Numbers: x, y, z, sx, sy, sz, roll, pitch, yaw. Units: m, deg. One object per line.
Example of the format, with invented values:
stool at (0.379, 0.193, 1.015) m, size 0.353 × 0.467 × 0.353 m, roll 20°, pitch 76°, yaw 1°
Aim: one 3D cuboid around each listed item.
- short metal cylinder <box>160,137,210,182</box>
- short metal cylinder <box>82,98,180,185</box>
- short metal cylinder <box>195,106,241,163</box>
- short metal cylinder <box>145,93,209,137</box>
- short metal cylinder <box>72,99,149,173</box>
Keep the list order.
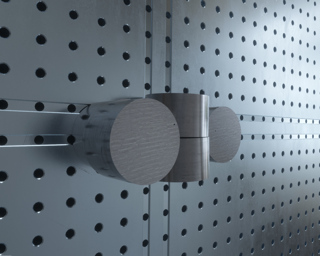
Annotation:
short metal cylinder at (0.022, 0.036, 0.391) m, size 0.081 × 0.080 × 0.050 m, roll -2°, pitch 91°, yaw -40°
short metal cylinder at (-0.027, 0.012, 0.303) m, size 0.081 × 0.050 × 0.079 m, roll 0°, pitch 90°, yaw -40°
short metal cylinder at (0.074, 0.009, 0.453) m, size 0.081 × 0.050 × 0.079 m, roll 0°, pitch 90°, yaw -40°
short metal cylinder at (0.021, -0.015, 0.391) m, size 0.081 × 0.080 × 0.050 m, roll 1°, pitch 90°, yaw -40°
short metal cylinder at (-0.050, 0.009, 0.350) m, size 0.081 × 0.050 × 0.079 m, roll 0°, pitch 90°, yaw -40°
